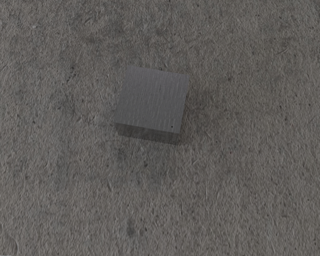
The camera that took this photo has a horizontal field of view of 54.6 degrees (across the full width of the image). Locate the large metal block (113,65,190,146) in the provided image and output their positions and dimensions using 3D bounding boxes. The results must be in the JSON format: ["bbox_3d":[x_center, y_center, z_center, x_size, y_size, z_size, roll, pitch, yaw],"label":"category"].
[{"bbox_3d":[-0.009,-0.029,0.405,0.080,0.050,0.080,10,70,3],"label":"large metal block"}]
